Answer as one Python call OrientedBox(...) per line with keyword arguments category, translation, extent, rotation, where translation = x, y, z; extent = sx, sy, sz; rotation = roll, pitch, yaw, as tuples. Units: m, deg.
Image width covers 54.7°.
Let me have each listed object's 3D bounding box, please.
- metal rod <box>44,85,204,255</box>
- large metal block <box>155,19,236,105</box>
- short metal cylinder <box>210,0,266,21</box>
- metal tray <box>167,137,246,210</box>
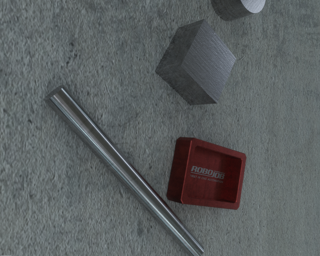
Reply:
OrientedBox(category="metal rod", translation=(-0.027, 0.071, 0.381), extent=(0.025, 0.025, 0.300), rotation=(-52, 120, -27))
OrientedBox(category="large metal block", translation=(0.052, -0.088, 0.432), extent=(0.080, 0.050, 0.080), rotation=(40, 66, -33))
OrientedBox(category="short metal cylinder", translation=(0.124, -0.217, 0.492), extent=(0.081, 0.050, 0.079), rotation=(0, 90, -40))
OrientedBox(category="metal tray", translation=(0.074, 0.070, 0.463), extent=(0.131, 0.030, 0.090), rotation=(17, 79, -39))
